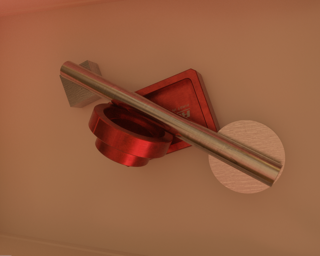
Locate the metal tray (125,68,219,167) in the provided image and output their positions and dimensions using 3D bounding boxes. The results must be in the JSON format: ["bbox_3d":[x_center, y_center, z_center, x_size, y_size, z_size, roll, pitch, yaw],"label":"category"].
[{"bbox_3d":[0.003,-0.011,0.404,0.130,0.030,0.090,-20,84,18],"label":"metal tray"}]

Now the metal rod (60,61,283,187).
[{"bbox_3d":[-0.006,-0.016,0.367,0.300,0.025,0.025,28,99,24],"label":"metal rod"}]

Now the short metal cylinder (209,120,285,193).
[{"bbox_3d":[0.101,0.031,0.360,0.080,0.050,0.079,0,90,19],"label":"short metal cylinder"}]

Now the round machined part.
[{"bbox_3d":[-0.038,0.011,0.369,0.098,0.098,0.042,29,107,17],"label":"round machined part"}]

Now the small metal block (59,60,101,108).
[{"bbox_3d":[-0.110,-0.062,0.446,0.050,0.025,0.050,-23,83,18],"label":"small metal block"}]
